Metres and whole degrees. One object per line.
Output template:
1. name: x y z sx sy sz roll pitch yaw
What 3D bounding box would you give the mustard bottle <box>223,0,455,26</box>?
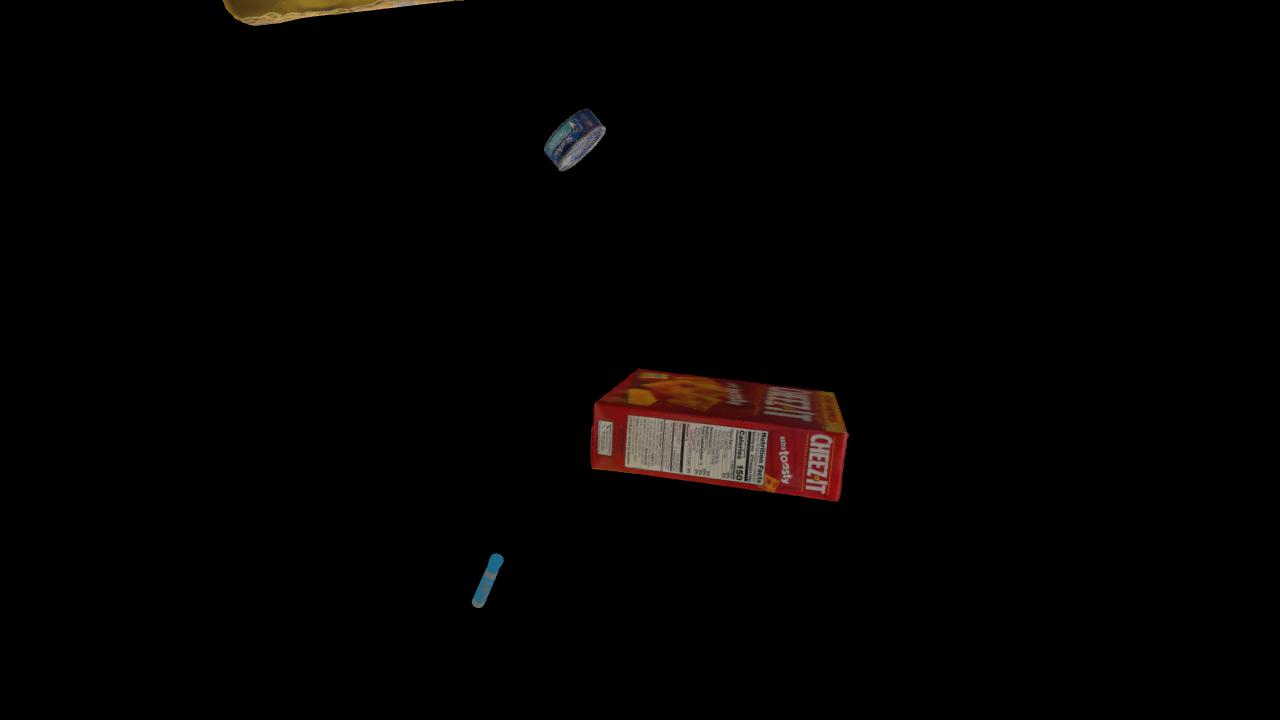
1. mustard bottle: -0.163 -0.255 0.395 0.184 0.054 0.092 -10 38 -7

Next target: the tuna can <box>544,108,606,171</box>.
1. tuna can: -0.087 -0.293 0.819 0.084 0.034 0.084 -41 5 5

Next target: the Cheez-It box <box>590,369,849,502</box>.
1. Cheez-It box: 0.081 0.065 0.606 0.223 0.071 0.166 6 12 13

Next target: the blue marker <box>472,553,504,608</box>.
1. blue marker: -0.210 0.304 0.848 0.020 0.121 0.020 17 37 -13
